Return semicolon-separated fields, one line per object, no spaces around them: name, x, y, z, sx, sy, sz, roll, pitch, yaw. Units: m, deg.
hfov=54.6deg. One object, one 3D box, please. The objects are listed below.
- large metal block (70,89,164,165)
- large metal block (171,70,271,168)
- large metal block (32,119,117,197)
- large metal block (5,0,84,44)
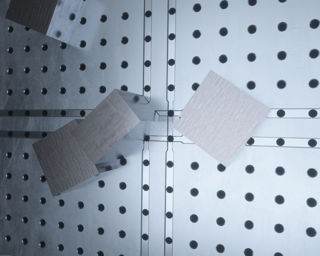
large metal block;-0.052;-0.001;0.402;0.080;0.080;0.050;-42;77;15
large metal block;0.075;-0.011;0.373;0.080;0.050;0.080;37;102;16
large metal block;-0.121;0.041;0.443;0.080;0.050;0.080;-28;81;18
large metal block;-0.169;-0.181;0.460;0.080;0.050;0.080;25;98;18
